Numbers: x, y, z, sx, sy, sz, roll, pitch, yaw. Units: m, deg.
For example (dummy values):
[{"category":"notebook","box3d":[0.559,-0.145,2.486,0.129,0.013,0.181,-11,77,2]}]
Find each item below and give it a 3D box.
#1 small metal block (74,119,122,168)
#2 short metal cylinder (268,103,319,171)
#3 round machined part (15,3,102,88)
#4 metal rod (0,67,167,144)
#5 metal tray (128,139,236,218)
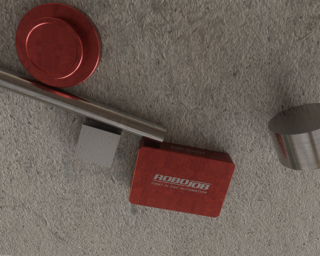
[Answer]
[{"category":"small metal block","box3d":[-0.083,0.020,0.416,0.050,0.025,0.050,17,109,-7]},{"category":"short metal cylinder","box3d":[0.183,0.009,0.387,0.080,0.080,0.050,-21,109,7]},{"category":"round machined part","box3d":[-0.121,-0.095,0.364,0.099,0.042,0.097,0,110,-1]},{"category":"metal rod","box3d":[-0.136,-0.040,0.392,0.302,0.025,0.025,20,109,-8]},{"category":"metal tray","box3d":[0.028,0.071,0.434,0.131,0.030,0.089,11,110,-5]}]
